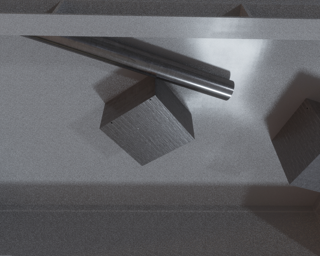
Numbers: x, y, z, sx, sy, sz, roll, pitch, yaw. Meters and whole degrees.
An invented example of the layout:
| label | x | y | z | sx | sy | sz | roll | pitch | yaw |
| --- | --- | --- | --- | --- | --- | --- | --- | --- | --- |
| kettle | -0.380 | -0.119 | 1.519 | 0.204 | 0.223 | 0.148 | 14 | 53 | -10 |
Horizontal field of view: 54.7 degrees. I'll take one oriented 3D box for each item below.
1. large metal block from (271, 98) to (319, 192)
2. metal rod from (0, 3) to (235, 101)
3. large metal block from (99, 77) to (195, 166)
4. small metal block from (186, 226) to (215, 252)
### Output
| label | x | y | z | sx | sy | sz | roll | pitch | yaw |
| --- | --- | --- | --- | --- | --- | --- | --- | --- | --- |
| large metal block | 0.197 | 0.022 | 0.395 | 0.050 | 0.080 | 0.079 | 15 | 128 | -13 |
| metal rod | -0.058 | -0.084 | 0.336 | 0.302 | 0.025 | 0.025 | 15 | 128 | -14 |
| large metal block | -0.014 | -0.009 | 0.385 | 0.080 | 0.050 | 0.080 | -29 | 125 | 22 |
| small metal block | 0.076 | 0.213 | 0.594 | 0.050 | 0.025 | 0.050 | -1 | 130 | 0 |
